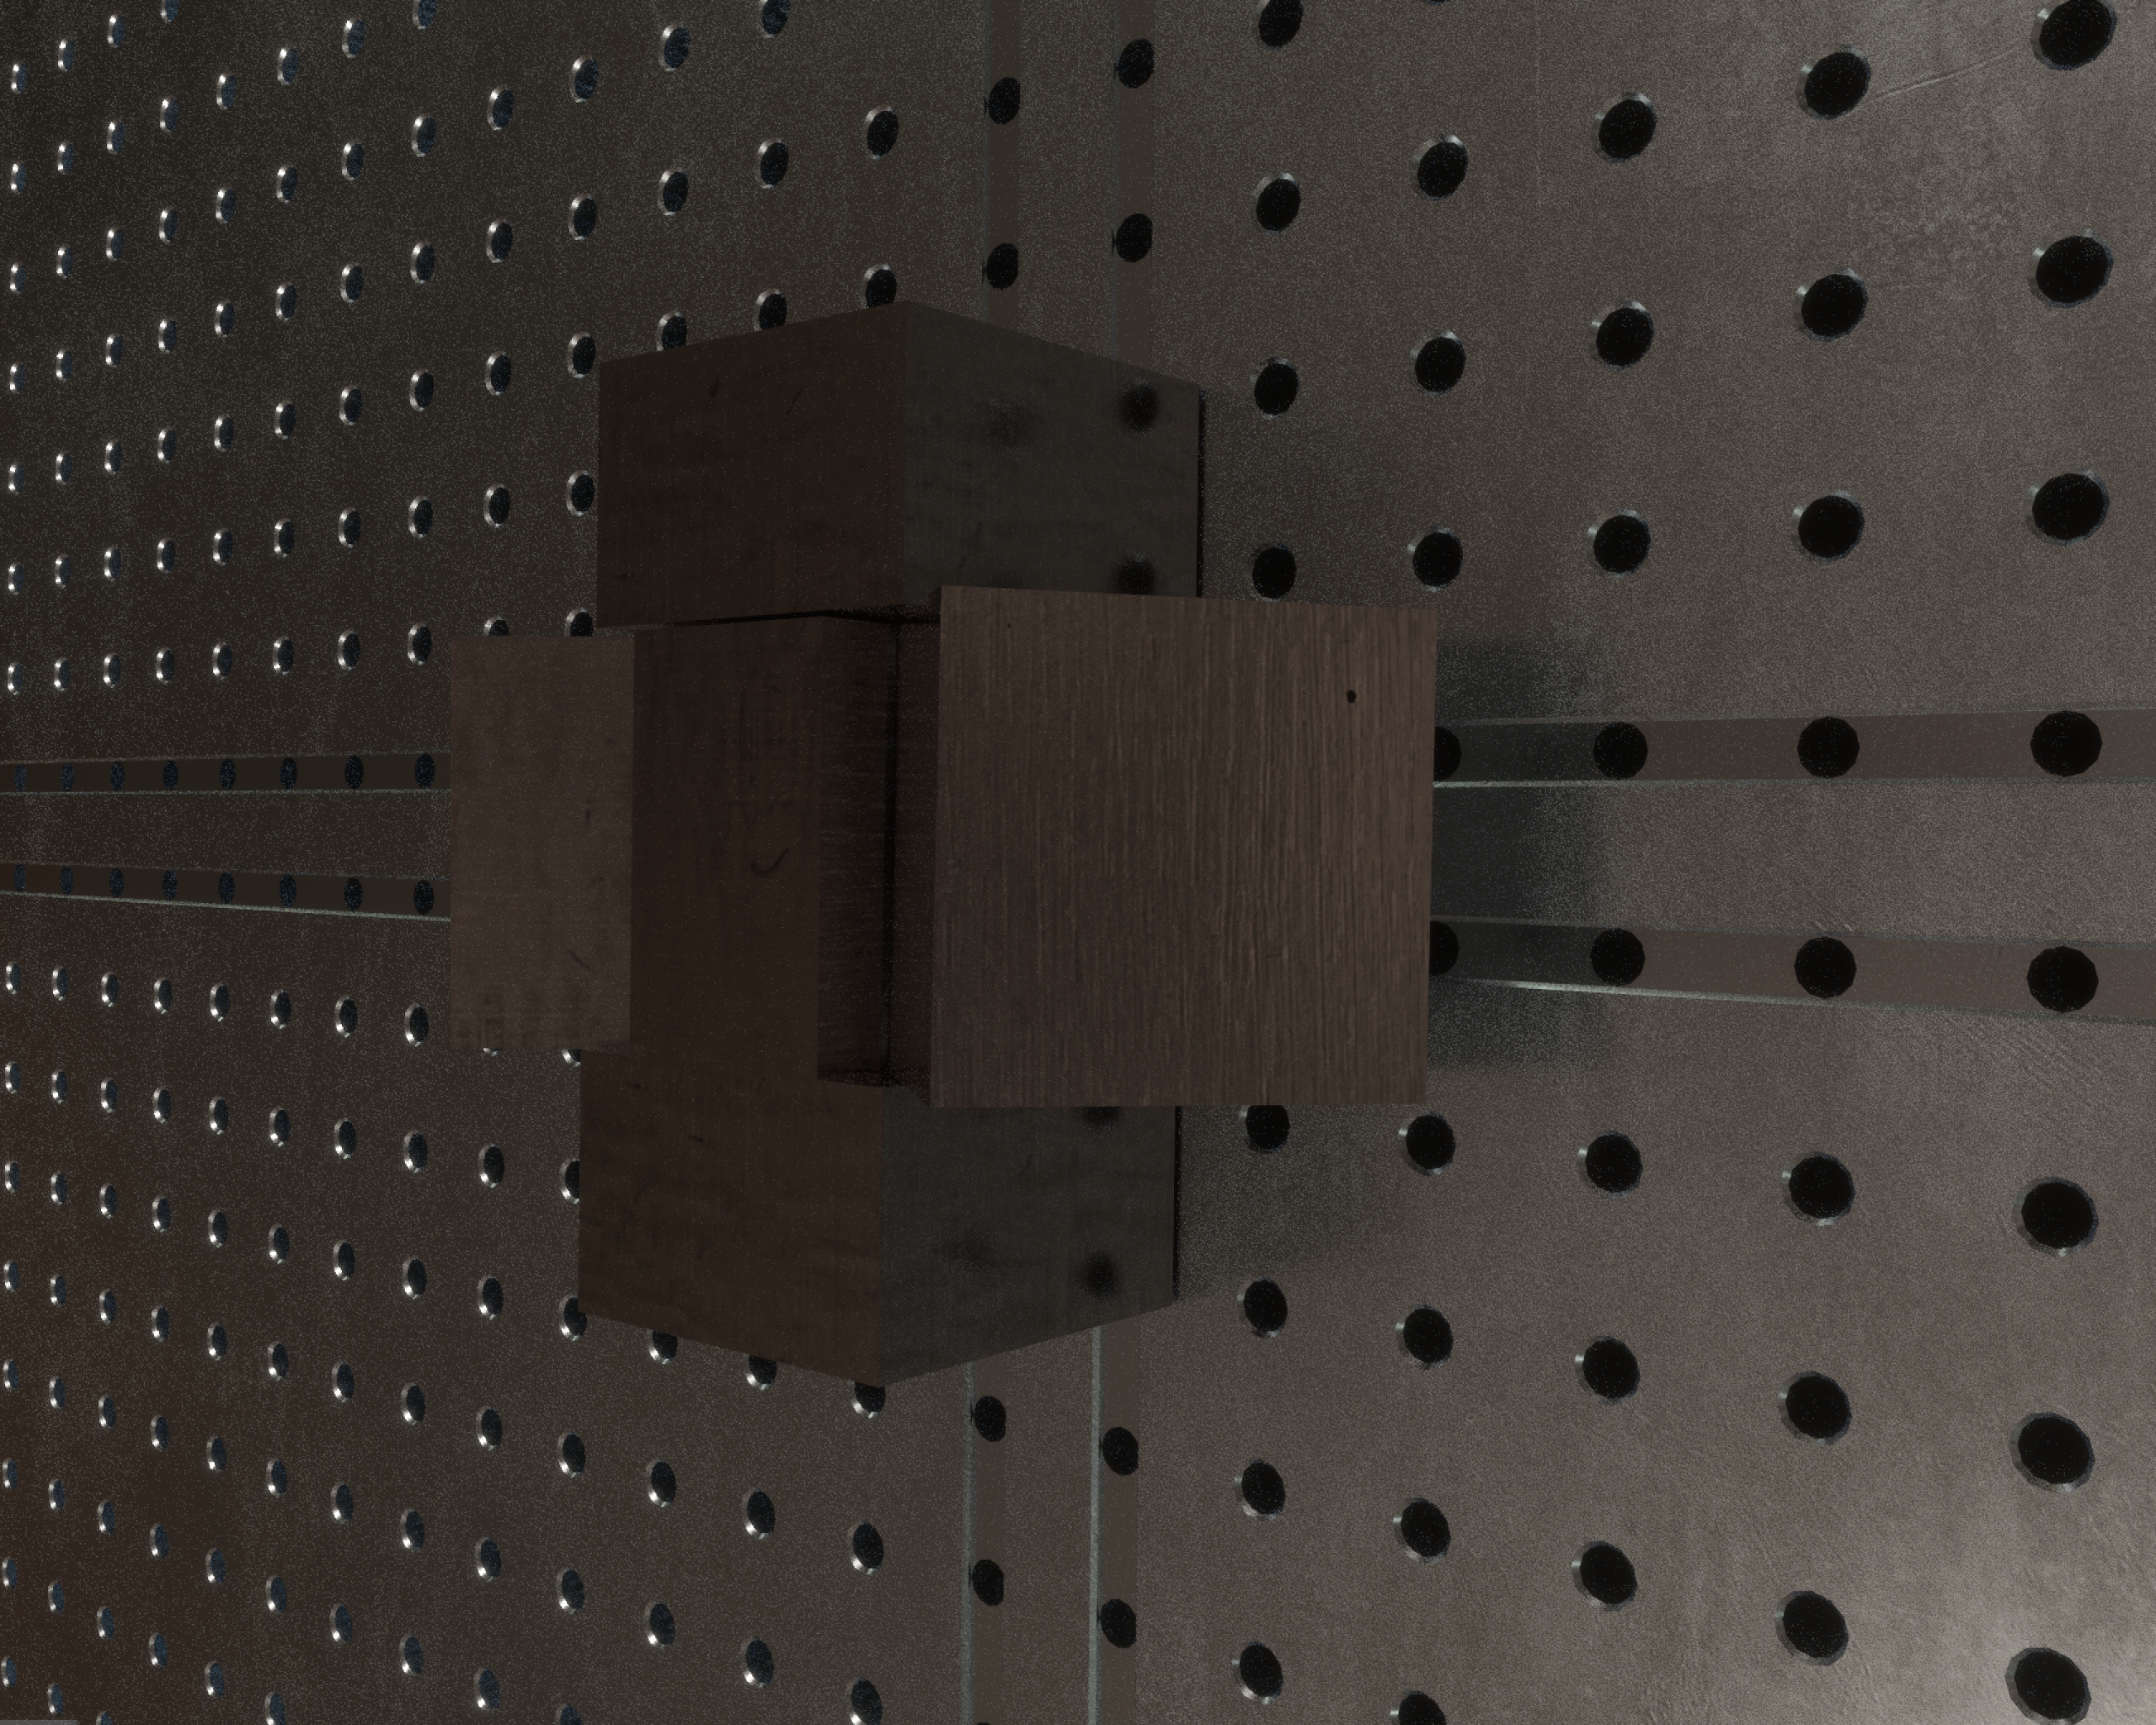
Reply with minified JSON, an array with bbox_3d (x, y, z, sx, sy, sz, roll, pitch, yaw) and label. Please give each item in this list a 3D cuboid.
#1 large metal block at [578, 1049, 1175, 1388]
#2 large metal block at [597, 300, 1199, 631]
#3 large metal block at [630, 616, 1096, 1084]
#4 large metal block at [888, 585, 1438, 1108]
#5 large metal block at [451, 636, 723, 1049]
[{"bbox_3d":[-0.038,0.061,0.401,0.080,0.081,0.050,2,91,39],"label":"large metal block"},{"bbox_3d":[-0.034,-0.068,0.398,0.080,0.081,0.050,2,91,39],"label":"large metal block"},{"bbox_3d":[-0.037,-0.003,0.401,0.050,0.081,0.079,1,91,40],"label":"large metal block"},{"bbox_3d":[0.012,-0.002,0.351,0.050,0.081,0.079,-177,88,-77],"label":"large metal block"},{"bbox_3d":[-0.095,-0.005,0.441,0.050,0.080,0.079,0,91,0],"label":"large metal block"}]
